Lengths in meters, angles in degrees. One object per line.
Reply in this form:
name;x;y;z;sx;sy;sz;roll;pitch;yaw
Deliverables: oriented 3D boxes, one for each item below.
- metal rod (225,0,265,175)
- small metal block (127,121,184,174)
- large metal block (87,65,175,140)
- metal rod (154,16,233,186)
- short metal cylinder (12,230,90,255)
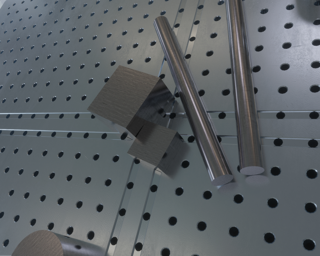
metal rod;0.105;-0.084;0.404;0.025;0.025;0.299;-11;57;22
small metal block;-0.005;0.024;0.397;0.050;0.025;0.050;20;72;35
large metal block;-0.040;-0.034;0.434;0.080;0.050;0.080;24;74;36
metal rod;0.035;-0.059;0.426;0.025;0.025;0.299;-25;53;12
short metal cylinder;-0.128;0.164;0.359;0.080;0.050;0.080;-13;56;21
